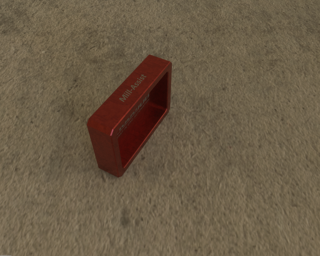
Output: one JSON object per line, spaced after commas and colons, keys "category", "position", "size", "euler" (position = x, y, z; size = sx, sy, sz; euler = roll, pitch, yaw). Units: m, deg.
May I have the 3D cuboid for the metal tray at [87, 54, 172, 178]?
{"category": "metal tray", "position": [-0.030, -0.016, 0.373], "size": [0.030, 0.089, 0.130], "euler": [23, 54, 18]}
